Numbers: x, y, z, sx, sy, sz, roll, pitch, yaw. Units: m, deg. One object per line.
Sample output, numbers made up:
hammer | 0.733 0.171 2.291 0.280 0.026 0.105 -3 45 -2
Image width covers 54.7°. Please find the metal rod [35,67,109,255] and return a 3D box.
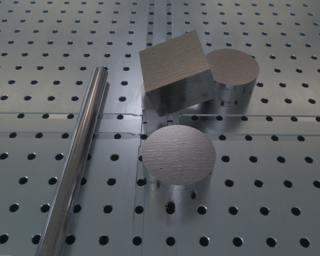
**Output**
metal rod | -0.101 0.030 0.381 0.025 0.025 0.300 3 50 2

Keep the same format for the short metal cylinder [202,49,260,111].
short metal cylinder | 0.098 -0.071 0.452 0.081 0.050 0.080 0 50 0

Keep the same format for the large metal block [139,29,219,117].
large metal block | 0.023 -0.071 0.403 0.080 0.050 0.080 -19 50 10

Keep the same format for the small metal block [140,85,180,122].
small metal block | -0.001 -0.037 0.439 0.050 0.025 0.050 -4 50 -4

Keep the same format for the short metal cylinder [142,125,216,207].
short metal cylinder | 0.021 0.043 0.356 0.081 0.050 0.080 0 50 0
